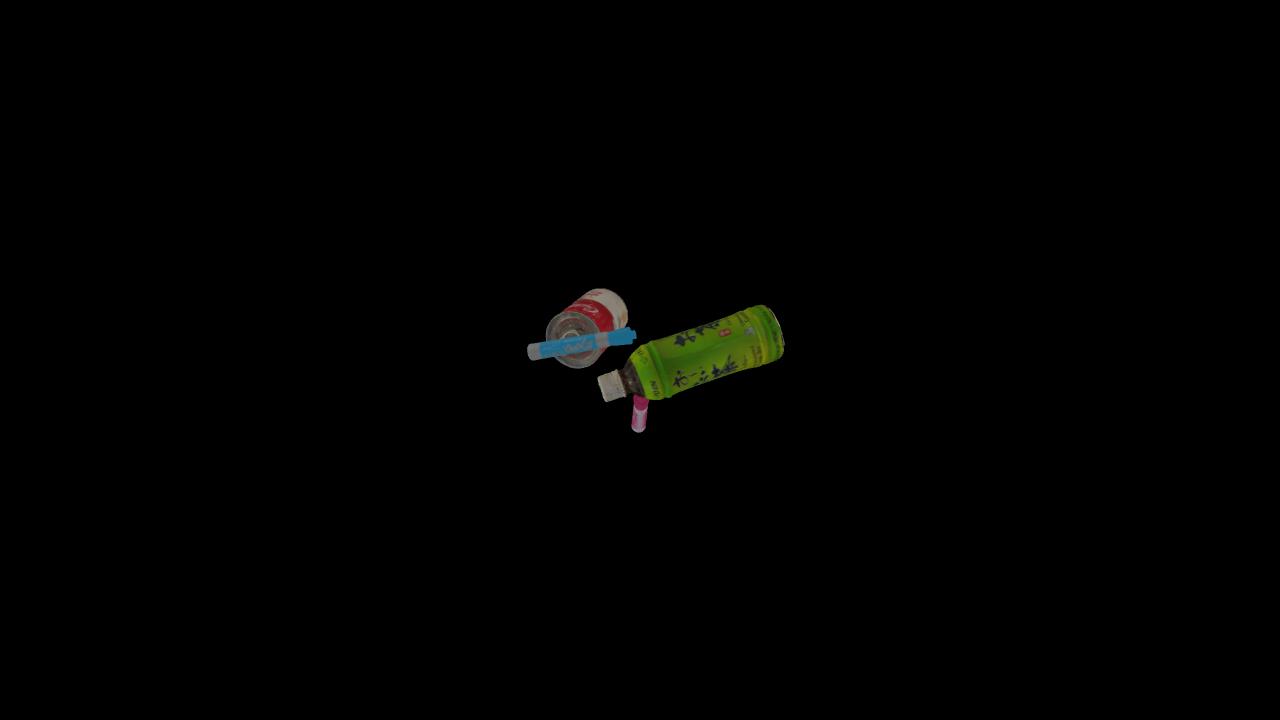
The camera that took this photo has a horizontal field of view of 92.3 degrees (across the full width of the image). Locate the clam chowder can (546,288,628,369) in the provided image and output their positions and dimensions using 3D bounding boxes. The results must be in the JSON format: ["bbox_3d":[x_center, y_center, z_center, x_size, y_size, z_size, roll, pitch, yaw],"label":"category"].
[{"bbox_3d":[-0.059,-0.040,0.724,0.068,0.068,0.102,0,21,18],"label":"clam chowder can"}]

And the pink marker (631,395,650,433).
[{"bbox_3d":[0.000,0.065,0.754,0.020,0.020,0.121,0,-22,-2],"label":"pink marker"}]

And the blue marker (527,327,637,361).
[{"bbox_3d":[-0.062,-0.017,0.659,0.121,0.020,0.020,-9,-2,14],"label":"blue marker"}]

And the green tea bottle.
[{"bbox_3d":[0.055,0.000,0.702,0.212,0.073,0.073,-20,2,-6],"label":"green tea bottle"}]
